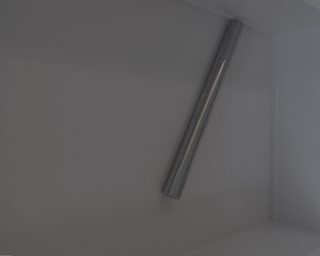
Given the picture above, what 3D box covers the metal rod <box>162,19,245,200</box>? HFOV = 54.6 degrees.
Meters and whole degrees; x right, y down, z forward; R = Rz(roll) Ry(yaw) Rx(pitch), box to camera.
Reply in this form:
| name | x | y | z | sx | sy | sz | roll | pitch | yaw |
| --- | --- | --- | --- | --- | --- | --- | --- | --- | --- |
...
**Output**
| name | x | y | z | sx | sy | sz | roll | pitch | yaw |
| --- | --- | --- | --- | --- | --- | --- | --- | --- | --- |
| metal rod | 0.071 | -0.039 | 0.464 | 0.025 | 0.025 | 0.300 | 36 | 68 | -34 |
